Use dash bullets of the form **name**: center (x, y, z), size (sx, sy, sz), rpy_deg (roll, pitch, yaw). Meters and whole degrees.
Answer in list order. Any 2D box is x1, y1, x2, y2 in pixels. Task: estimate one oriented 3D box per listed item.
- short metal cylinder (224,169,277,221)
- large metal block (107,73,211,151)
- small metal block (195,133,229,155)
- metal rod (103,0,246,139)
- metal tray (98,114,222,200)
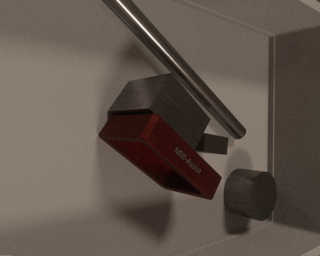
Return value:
- **short metal cylinder**: center (0.153, 0.111, 0.522), size (0.081, 0.050, 0.079), rpy_deg (0, 90, -40)
- **large metal block**: center (-0.001, -0.015, 0.372), size (0.080, 0.080, 0.050), rpy_deg (45, 62, -31)
- **small metal block**: center (0.061, 0.022, 0.444), size (0.050, 0.050, 0.025), rpy_deg (11, 83, -40)
- **metal rod**: center (0.038, -0.074, 0.440), size (0.300, 0.025, 0.025), rpy_deg (41, 65, -33)
- **metal tray**: center (0.001, 0.035, 0.367), size (0.130, 0.090, 0.030), rpy_deg (44, 64, -32)
